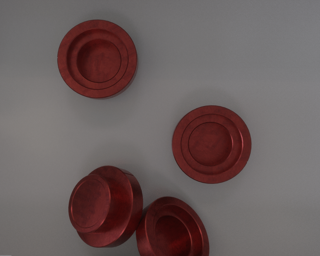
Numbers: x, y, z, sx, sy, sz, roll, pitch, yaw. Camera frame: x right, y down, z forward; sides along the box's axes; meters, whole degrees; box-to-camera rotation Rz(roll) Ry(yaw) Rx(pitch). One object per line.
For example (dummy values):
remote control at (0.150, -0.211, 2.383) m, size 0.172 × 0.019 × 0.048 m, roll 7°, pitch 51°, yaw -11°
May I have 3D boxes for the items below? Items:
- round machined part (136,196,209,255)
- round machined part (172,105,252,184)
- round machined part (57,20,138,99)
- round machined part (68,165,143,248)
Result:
round machined part at (0.011, 0.139, 0.385) m, size 0.098 × 0.098 × 0.042 m, roll 46°, pitch 126°, yaw 0°
round machined part at (0.064, 0.020, 0.403) m, size 0.099 × 0.042 × 0.097 m, roll 0°, pitch 90°, yaw 0°
round machined part at (-0.077, -0.085, 0.402) m, size 0.099 × 0.042 × 0.097 m, roll 0°, pitch 90°, yaw 0°
round machined part at (-0.072, 0.093, 0.377) m, size 0.098 × 0.042 × 0.098 m, roll -13°, pitch 65°, yaw 31°
